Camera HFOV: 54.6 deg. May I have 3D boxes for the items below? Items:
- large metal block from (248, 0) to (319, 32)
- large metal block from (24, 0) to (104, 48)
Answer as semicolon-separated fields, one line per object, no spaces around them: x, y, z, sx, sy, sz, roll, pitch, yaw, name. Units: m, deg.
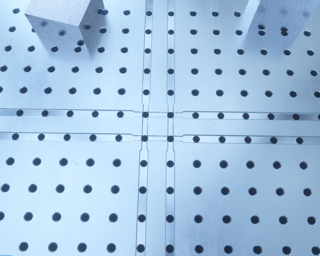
0.180;-0.188;0.452;0.080;0.080;0.050;4;70;1;large metal block
-0.139;-0.176;0.462;0.080;0.050;0.080;15;71;5;large metal block
